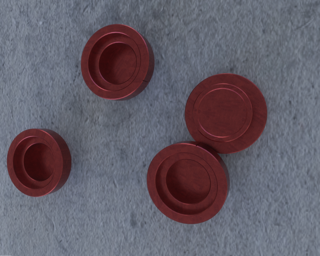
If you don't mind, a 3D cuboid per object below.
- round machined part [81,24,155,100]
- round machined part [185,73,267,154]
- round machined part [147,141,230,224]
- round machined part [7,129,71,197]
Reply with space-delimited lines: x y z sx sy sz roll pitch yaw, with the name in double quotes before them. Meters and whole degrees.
"round machined part" -0.053 -0.085 0.417 0.098 0.042 0.097 0 90 19
"round machined part" 0.077 -0.017 0.372 0.098 0.042 0.097 0 90 19
"round machined part" 0.037 0.064 0.383 0.098 0.042 0.097 2 97 20
"round machined part" -0.173 0.049 0.459 0.098 0.042 0.097 0 90 19
